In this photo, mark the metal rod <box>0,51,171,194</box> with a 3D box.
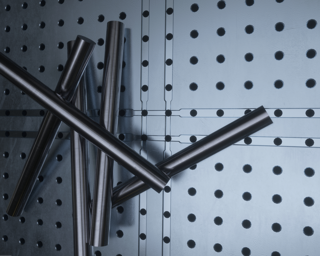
[{"bbox_3d":[-0.115,-0.017,0.396,0.301,0.025,0.025,36,102,4],"label":"metal rod"}]

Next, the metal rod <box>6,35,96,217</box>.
[{"bbox_3d":[-0.163,0.010,0.443,0.025,0.025,0.298,35,110,16],"label":"metal rod"}]

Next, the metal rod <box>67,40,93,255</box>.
[{"bbox_3d":[-0.113,0.023,0.434,0.025,0.025,0.298,-7,81,19],"label":"metal rod"}]

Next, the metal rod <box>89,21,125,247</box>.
[{"bbox_3d":[-0.071,0.003,0.419,0.025,0.025,0.298,2,84,19],"label":"metal rod"}]

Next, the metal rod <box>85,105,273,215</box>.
[{"bbox_3d":[0.004,0.057,0.410,0.300,0.025,0.025,-31,80,17],"label":"metal rod"}]
